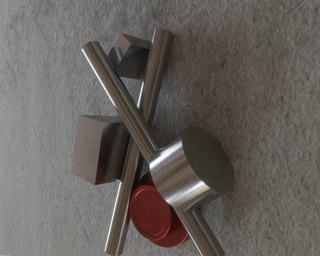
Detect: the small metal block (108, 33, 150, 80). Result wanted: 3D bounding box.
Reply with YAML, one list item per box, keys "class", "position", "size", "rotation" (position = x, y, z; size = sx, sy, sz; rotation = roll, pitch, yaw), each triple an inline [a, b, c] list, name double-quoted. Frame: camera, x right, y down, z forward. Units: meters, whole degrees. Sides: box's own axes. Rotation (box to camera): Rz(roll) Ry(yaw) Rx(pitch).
- class: "small metal block"
  position: [-0.041, -0.096, 0.421]
  size: [0.050, 0.050, 0.025]
  rotation: [-52, 60, 27]

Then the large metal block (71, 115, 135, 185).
- class: "large metal block"
  position: [-0.068, 0.027, 0.424]
  size: [0.050, 0.081, 0.079]
  rotation: [15, 100, 39]

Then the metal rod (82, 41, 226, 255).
- class: "metal rod"
  position: [-0.015, 0.019, 0.372]
  size: [0.025, 0.025, 0.299]
  rotation: [-39, 75, 33]

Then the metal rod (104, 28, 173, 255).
- class: "metal rod"
  position: [-0.029, 0.020, 0.408]
  size: [0.025, 0.025, 0.298]
  rotation: [15, 93, 38]

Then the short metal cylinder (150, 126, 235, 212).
- class: "short metal cylinder"
  position: [0.036, 0.045, 0.340]
  size: [0.050, 0.081, 0.080]
  rotation: [-39, 67, 33]

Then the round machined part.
- class: "round machined part"
  position: [0.000, 0.103, 0.395]
  size: [0.098, 0.042, 0.097]
  rotation: [0, 90, 39]
